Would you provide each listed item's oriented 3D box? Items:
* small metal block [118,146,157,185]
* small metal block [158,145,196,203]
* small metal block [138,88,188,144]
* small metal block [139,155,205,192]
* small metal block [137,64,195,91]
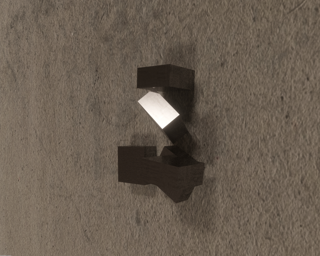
[{"bbox_3d":[-0.032,0.050,0.429,0.050,0.025,0.050,-1,89,39],"label":"small metal block"},{"bbox_3d":[0.020,0.056,0.387,0.050,0.025,0.050,37,113,33],"label":"small metal block"},{"bbox_3d":[0.005,-0.014,0.379,0.025,0.050,0.050,-40,62,-3],"label":"small metal block"},{"bbox_3d":[0.014,0.048,0.343,0.050,0.050,0.025,9,95,39],"label":"small metal block"},{"bbox_3d":[0.007,-0.060,0.381,0.050,0.050,0.025,3,92,39],"label":"small metal block"}]
